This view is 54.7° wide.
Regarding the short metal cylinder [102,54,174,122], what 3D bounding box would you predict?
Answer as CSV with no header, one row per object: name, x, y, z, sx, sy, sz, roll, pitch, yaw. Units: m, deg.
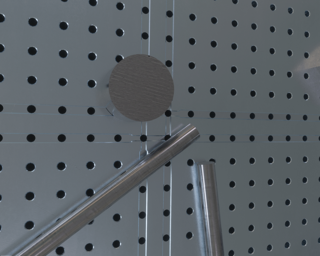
short metal cylinder,-0.029,-0.048,0.389,0.081,0.050,0.079,0,90,-20

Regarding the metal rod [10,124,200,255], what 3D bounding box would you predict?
metal rod,-0.070,0.089,0.387,0.301,0.025,0.025,-36,102,-17

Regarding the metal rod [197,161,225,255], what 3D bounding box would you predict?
metal rod,0.081,0.197,0.443,0.025,0.025,0.298,-7,93,-20

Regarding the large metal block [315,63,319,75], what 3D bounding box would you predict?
large metal block,0.323,-0.099,0.519,0.080,0.050,0.080,-43,104,-15
